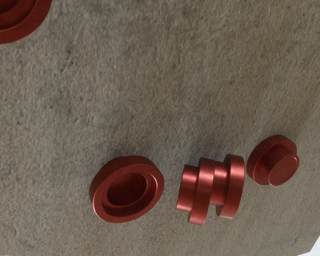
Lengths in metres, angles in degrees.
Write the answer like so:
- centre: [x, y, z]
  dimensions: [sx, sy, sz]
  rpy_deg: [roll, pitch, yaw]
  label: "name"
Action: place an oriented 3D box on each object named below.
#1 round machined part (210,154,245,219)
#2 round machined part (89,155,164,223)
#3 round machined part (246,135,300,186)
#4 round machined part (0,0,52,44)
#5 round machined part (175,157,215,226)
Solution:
- centre: [0.097, 0.087, 0.480]
  dimensions: [0.042, 0.098, 0.097]
  rpy_deg: [11, 118, 4]
  label: "round machined part"
- centre: [-0.047, 0.077, 0.419]
  dimensions: [0.099, 0.042, 0.097]
  rpy_deg: [-14, 125, -21]
  label: "round machined part"
- centre: [0.207, 0.064, 0.552]
  dimensions: [0.099, 0.042, 0.097]
  rpy_deg: [-14, 125, -21]
  label: "round machined part"
- centre: [-0.140, -0.120, 0.246]
  dimensions: [0.099, 0.042, 0.097]
  rpy_deg: [-14, 125, -21]
  label: "round machined part"
- centre: [0.050, 0.091, 0.458]
  dimensions: [0.042, 0.098, 0.097]
  rpy_deg: [11, 118, 6]
  label: "round machined part"
